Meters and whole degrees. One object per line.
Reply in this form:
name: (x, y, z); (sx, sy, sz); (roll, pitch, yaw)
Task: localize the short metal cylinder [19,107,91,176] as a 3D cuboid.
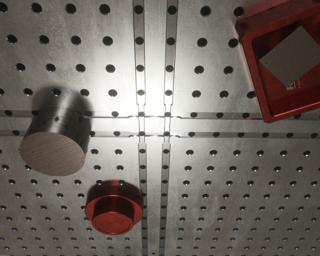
short metal cylinder: (-0.135, 0.019, 0.409); (0.081, 0.050, 0.079); (0, 130, 0)

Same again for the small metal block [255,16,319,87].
small metal block: (0.138, -0.080, 0.329); (0.050, 0.025, 0.050); (33, 123, -26)

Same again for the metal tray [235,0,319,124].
metal tray: (0.147, -0.072, 0.349); (0.090, 0.030, 0.130); (-19, 128, 15)

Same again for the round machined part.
round machined part: (-0.078, 0.145, 0.523); (0.099, 0.042, 0.097); (-1, 130, 0)
